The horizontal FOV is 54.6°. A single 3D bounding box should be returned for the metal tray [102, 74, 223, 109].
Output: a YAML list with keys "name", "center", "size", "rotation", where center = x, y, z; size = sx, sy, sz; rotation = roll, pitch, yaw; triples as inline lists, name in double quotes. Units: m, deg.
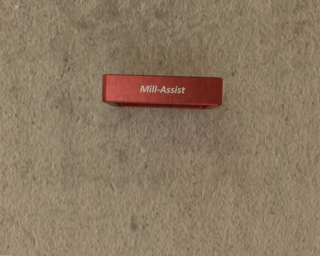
- name: "metal tray"
  center: [0.003, -0.042, 0.377]
  size: [0.131, 0.090, 0.030]
  rotation: [2, 90, 0]
